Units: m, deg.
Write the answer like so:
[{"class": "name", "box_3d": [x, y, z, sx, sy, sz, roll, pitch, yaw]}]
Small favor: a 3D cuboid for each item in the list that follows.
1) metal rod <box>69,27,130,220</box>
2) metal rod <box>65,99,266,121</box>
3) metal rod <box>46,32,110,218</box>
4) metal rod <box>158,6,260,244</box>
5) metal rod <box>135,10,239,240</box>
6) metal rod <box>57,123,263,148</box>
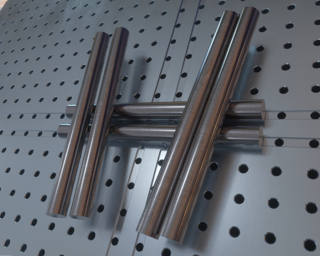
[{"class": "metal rod", "box_3d": [-0.078, -0.025, 0.435, 0.025, 0.025, 0.300, -7, 58, 24]}, {"class": "metal rod", "box_3d": [-0.012, -0.024, 0.431, 0.300, 0.025, 0.025, 1, 62, 28]}, {"class": "metal rod", "box_3d": [-0.112, -0.023, 0.451, 0.025, 0.025, 0.300, -8, 58, 24]}, {"class": "metal rod", "box_3d": [0.064, -0.020, 0.357, 0.025, 0.025, 0.300, 10, 66, 32]}, {"class": "metal rod", "box_3d": [0.041, -0.020, 0.369, 0.025, 0.025, 0.300, 10, 66, 32]}, {"class": "metal rod", "box_3d": [-0.020, 0.007, 0.416, 0.300, 0.025, 0.025, 1, 62, 28]}]
